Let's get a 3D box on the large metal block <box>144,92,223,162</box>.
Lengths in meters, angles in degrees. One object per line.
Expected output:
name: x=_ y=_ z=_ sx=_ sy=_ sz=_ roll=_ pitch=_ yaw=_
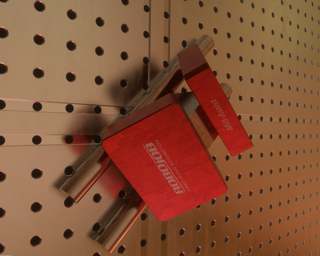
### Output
large metal block: x=0.027 y=-0.002 z=0.397 sx=0.080 sy=0.080 sz=0.050 roll=-50 pitch=120 yaw=-29

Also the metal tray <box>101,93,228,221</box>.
metal tray: x=0.008 y=0.037 z=0.347 sx=0.090 sy=0.030 sz=0.130 roll=-28 pitch=115 yaw=9

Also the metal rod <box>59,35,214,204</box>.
metal rod: x=-0.013 y=-0.029 z=0.400 sx=0.301 sy=0.025 sz=0.025 roll=-50 pitch=120 yaw=-28

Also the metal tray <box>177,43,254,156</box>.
metal tray: x=0.070 y=-0.037 z=0.399 sx=0.130 sy=0.030 sz=0.090 roll=54 pitch=15 yaw=-26

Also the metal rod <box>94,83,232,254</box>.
metal rod: x=0.020 y=0.037 z=0.428 sx=0.301 sy=0.025 sz=0.025 roll=-49 pitch=120 yaw=-29
